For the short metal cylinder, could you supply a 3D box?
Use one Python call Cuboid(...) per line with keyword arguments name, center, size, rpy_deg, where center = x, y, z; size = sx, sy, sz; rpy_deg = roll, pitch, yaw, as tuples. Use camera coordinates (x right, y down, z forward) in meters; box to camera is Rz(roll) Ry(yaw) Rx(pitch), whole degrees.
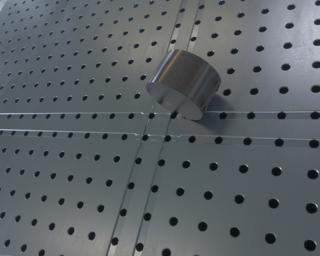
Cuboid(name="short metal cylinder", center=(0.029, -0.053, 0.391), size=(0.080, 0.080, 0.050), rpy_deg=(21, 73, 36))
